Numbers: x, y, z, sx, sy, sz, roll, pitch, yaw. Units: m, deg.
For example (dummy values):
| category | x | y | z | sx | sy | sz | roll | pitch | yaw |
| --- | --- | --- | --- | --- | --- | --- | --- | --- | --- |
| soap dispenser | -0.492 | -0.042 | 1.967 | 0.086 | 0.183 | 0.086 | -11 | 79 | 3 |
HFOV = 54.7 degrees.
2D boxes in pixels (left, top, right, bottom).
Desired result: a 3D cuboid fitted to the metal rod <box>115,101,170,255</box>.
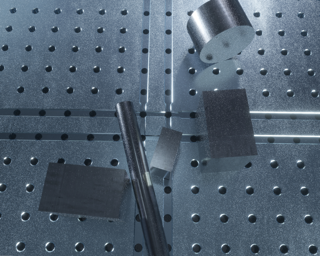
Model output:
| category | x | y | z | sx | sy | sz | roll | pitch | yaw |
| --- | --- | --- | --- | --- | --- | --- | --- | --- | --- |
| metal rod | -0.012 | 0.105 | 0.373 | 0.025 | 0.025 | 0.299 | -13 | 71 | -5 |

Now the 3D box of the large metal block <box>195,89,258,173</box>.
| category | x | y | z | sx | sy | sz | roll | pitch | yaw |
| --- | --- | --- | --- | --- | --- | --- | --- | --- | --- |
| large metal block | 0.077 | 0.007 | 0.381 | 0.050 | 0.080 | 0.080 | -4 | 70 | -2 |

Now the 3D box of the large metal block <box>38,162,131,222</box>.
| category | x | y | z | sx | sy | sz | roll | pitch | yaw |
| --- | --- | --- | --- | --- | --- | --- | --- | --- | --- |
| large metal block | -0.079 | 0.076 | 0.354 | 0.080 | 0.080 | 0.050 | 5 | 70 | 1 |

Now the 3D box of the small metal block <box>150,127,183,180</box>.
| category | x | y | z | sx | sy | sz | roll | pitch | yaw |
| --- | --- | --- | --- | --- | --- | --- | --- | --- | --- |
| small metal block | 0.008 | 0.033 | 0.387 | 0.025 | 0.050 | 0.050 | 17 | 71 | 6 |

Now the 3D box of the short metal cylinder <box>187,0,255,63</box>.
| category | x | y | z | sx | sy | sz | roll | pitch | yaw |
| --- | --- | --- | --- | --- | --- | --- | --- | --- | --- |
| short metal cylinder | 0.084 | -0.135 | 0.433 | 0.081 | 0.080 | 0.050 | -18 | 71 | -7 |
